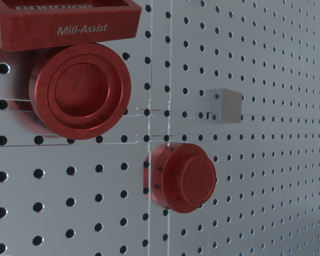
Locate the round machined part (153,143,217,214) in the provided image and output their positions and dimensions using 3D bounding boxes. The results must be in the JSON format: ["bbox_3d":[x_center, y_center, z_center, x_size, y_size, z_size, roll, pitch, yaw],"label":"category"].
[{"bbox_3d":[0.041,0.070,0.432,0.099,0.042,0.097,0,90,-40],"label":"round machined part"}]

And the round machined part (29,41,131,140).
[{"bbox_3d":[-0.082,-0.040,0.316,0.099,0.042,0.097,-17,120,-32],"label":"round machined part"}]

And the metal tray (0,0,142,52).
[{"bbox_3d":[-0.094,-0.113,0.288,0.131,0.090,0.030,-20,143,-38],"label":"metal tray"}]

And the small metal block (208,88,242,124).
[{"bbox_3d":[0.106,-0.034,0.497,0.050,0.025,0.050,7,86,-40],"label":"small metal block"}]
